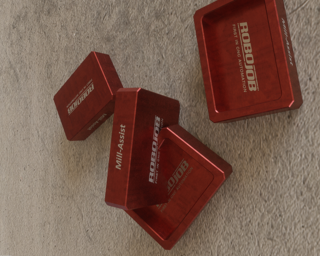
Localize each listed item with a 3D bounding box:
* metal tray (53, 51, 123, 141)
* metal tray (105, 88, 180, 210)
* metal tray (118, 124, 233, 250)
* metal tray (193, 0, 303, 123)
[{"bbox_3d":[-0.116,-0.048,0.498,0.130,0.030,0.090,-38,67,33],"label":"metal tray"},{"bbox_3d":[-0.017,0.024,0.366,0.030,0.090,0.129,3,86,34],"label":"metal tray"},{"bbox_3d":[0.014,0.072,0.376,0.090,0.030,0.129,39,114,18],"label":"metal tray"},{"bbox_3d":[0.089,-0.076,0.327,0.090,0.030,0.129,-13,82,39],"label":"metal tray"}]
